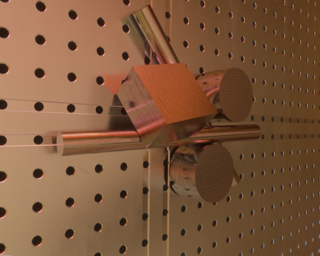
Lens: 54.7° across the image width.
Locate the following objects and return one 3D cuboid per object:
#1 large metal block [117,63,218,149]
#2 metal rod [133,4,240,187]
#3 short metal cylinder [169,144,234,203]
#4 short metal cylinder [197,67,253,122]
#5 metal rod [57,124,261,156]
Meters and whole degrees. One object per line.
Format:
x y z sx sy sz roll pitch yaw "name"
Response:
0.008 -0.030 0.372 0.081 0.050 0.080 -13 64 -39 "large metal block"
0.047 -0.030 0.445 0.025 0.025 0.299 -46 118 -30 "metal rod"
0.059 0.061 0.438 0.081 0.050 0.079 0 90 -40 "short metal cylinder"
0.096 -0.048 0.469 0.081 0.050 0.079 0 90 -40 "short metal cylinder"
0.023 0.011 0.402 0.303 0.025 0.025 -2 92 -34 "metal rod"
